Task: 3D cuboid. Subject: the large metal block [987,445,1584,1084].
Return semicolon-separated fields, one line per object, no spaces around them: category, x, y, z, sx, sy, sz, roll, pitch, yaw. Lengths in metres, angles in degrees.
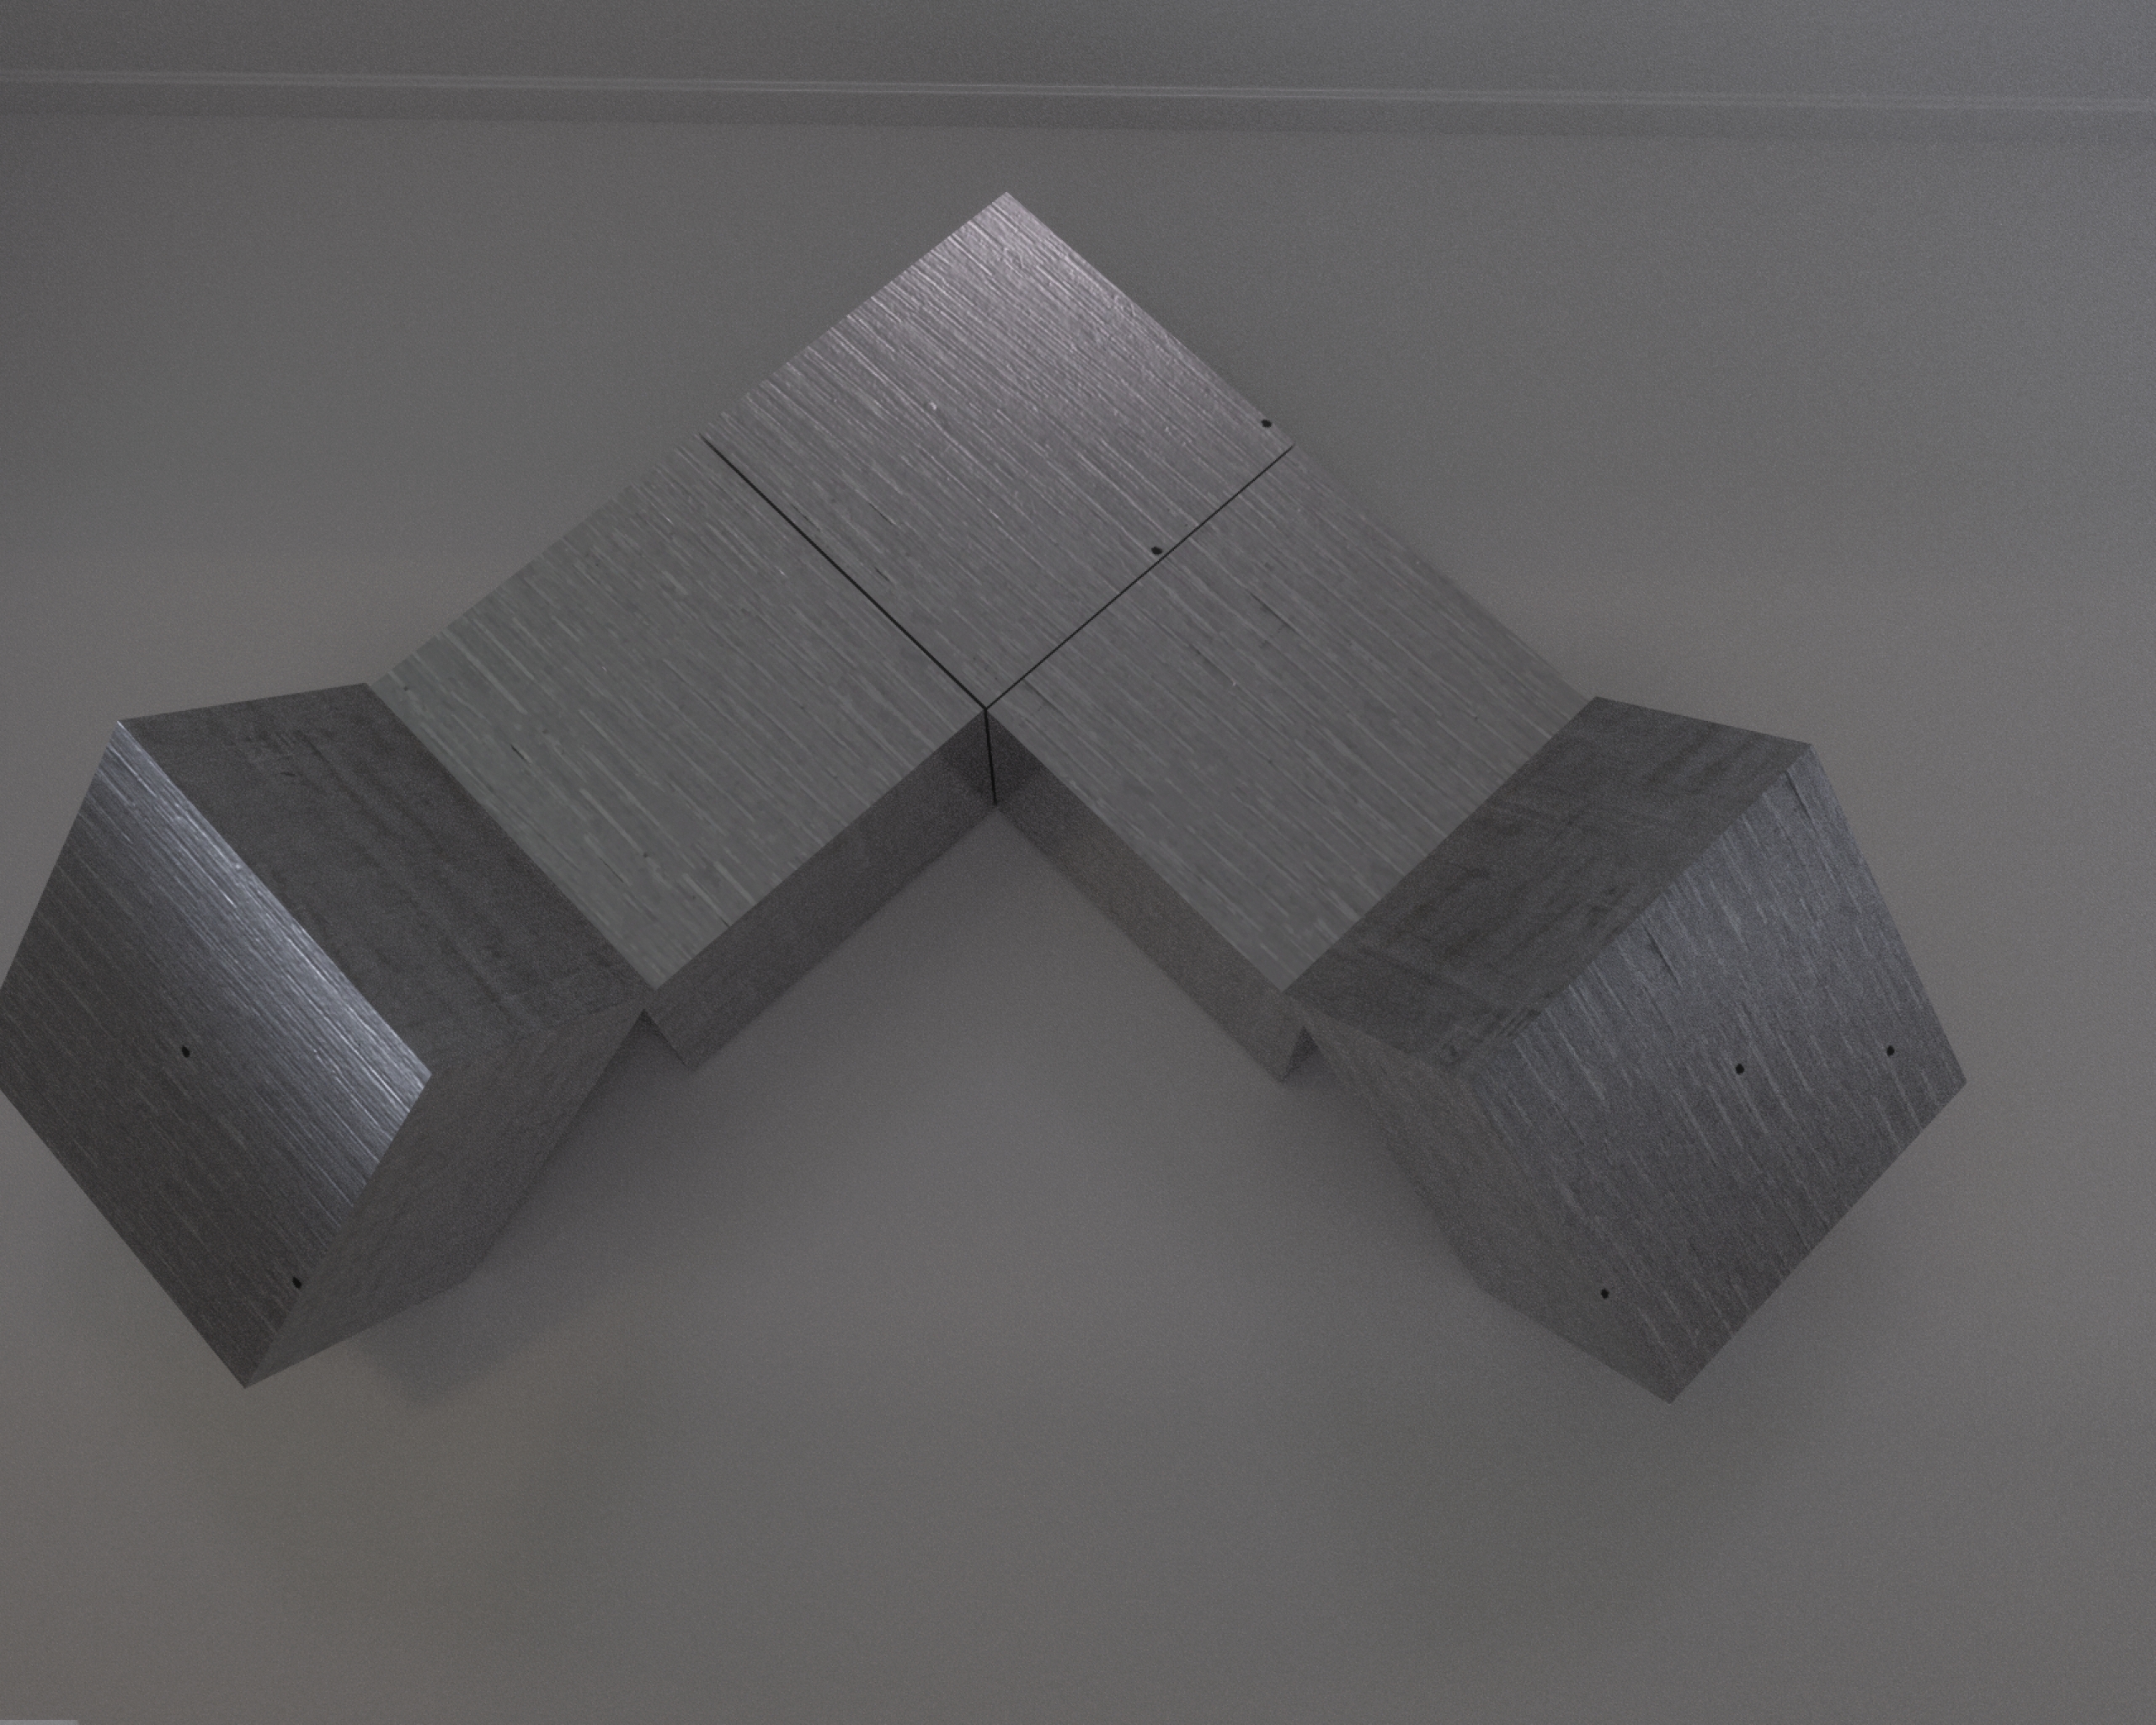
large metal block;0.041;-0.018;0.401;0.080;0.050;0.080;-42;76;-14

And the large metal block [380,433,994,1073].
large metal block;-0.074;-0.020;0.401;0.080;0.050;0.080;-42;76;-14

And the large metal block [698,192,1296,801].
large metal block;-0.015;-0.073;0.421;0.080;0.050;0.080;-42;76;-14

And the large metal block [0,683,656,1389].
large metal block;-0.133;0.028;0.360;0.080;0.050;0.080;44;118;14

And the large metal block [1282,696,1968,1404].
large metal block;0.096;0.030;0.361;0.080;0.050;0.080;-42;119;-14
